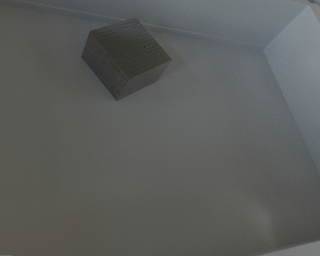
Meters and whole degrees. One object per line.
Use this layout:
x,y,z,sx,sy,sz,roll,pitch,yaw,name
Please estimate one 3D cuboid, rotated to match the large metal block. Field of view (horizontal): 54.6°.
-0.045,-0.095,0.423,0.081,0.050,0.080,-33,80,-38,large metal block
